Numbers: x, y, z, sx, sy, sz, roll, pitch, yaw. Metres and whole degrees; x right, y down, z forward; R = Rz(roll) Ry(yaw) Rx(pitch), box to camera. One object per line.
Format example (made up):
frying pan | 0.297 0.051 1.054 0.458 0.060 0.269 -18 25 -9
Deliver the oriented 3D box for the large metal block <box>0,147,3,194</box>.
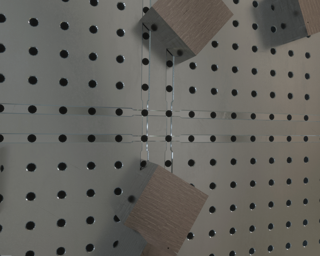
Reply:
large metal block | -0.213 0.060 0.321 0.081 0.050 0.080 4 89 -20

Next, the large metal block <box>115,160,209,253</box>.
large metal block | 0.002 0.099 0.400 0.080 0.050 0.080 34 79 -17

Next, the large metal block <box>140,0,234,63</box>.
large metal block | 0.035 -0.147 0.412 0.080 0.050 0.080 45 76 -15

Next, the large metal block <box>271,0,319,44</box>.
large metal block | 0.230 -0.186 0.483 0.081 0.050 0.080 -22 98 -19

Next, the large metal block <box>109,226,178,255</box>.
large metal block | -0.027 0.171 0.373 0.050 0.080 0.080 34 79 -17
